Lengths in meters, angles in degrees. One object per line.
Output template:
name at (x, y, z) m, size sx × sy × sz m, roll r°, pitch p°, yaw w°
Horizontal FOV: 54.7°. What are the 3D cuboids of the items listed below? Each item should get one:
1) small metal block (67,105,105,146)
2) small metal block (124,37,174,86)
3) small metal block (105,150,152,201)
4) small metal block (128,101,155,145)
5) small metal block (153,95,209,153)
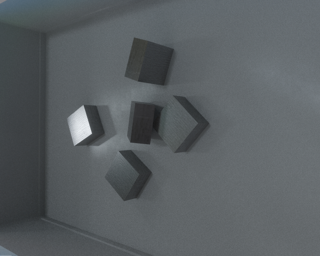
small metal block at (-0.122, -0.004, 0.505) m, size 0.050 × 0.025 × 0.050 m, roll -31°, pitch 71°, yaw 35°
small metal block at (-0.014, -0.085, 0.400) m, size 0.025 × 0.050 × 0.050 m, roll 25°, pitch 106°, yaw 37°
small metal block at (-0.046, 0.067, 0.443) m, size 0.050 × 0.025 × 0.050 m, roll 43°, pitch 116°, yaw 31°
small metal block at (-0.026, -0.008, 0.409) m, size 0.050 × 0.025 × 0.050 m, roll -143°, pitch 60°, yaw -77°
small metal block at (0.024, -0.005, 0.385) m, size 0.050 × 0.025 × 0.050 m, roll 51°, pitch 119°, yaw 27°
